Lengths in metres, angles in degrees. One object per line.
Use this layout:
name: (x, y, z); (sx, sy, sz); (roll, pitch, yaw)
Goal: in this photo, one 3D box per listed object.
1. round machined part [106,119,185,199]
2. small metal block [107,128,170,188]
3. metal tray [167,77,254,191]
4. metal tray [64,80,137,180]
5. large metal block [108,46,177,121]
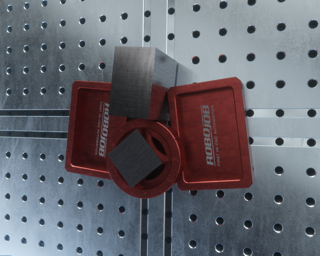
round machined part: (-0.015, 0.037, 0.395); (0.098, 0.042, 0.097); (0, 90, 19)
small metal block: (-0.026, 0.036, 0.373); (0.050, 0.025, 0.050); (-41, 77, 15)
metal tray: (0.062, 0.009, 0.384); (0.090, 0.030, 0.129); (-7, 88, 19)
metal tray: (-0.082, 0.002, 0.434); (0.090, 0.030, 0.129); (7, 92, 19)
large metal block: (-0.018, -0.052, 0.386); (0.050, 0.080, 0.079); (7, 92, 20)
